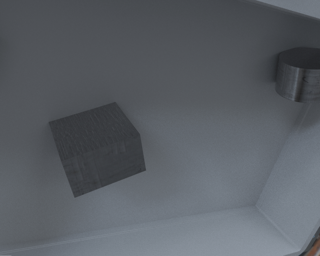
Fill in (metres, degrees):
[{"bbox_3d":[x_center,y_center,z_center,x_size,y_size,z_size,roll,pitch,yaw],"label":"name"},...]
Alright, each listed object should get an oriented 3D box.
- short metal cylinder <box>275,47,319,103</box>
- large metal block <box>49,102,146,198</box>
[{"bbox_3d":[0.210,-0.077,0.443,0.081,0.080,0.050,-19,126,-18],"label":"short metal cylinder"},{"bbox_3d":[-0.071,0.020,0.348,0.081,0.080,0.050,-19,126,-18],"label":"large metal block"}]
